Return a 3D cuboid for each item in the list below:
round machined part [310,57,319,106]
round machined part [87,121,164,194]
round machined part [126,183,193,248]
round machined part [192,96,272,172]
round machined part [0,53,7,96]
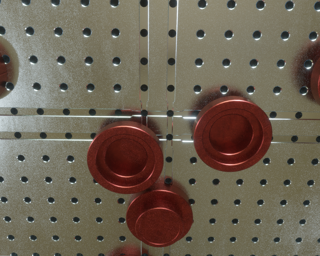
[{"bbox_3d":[0.235,-0.064,0.383,0.099,0.042,0.097,0,110,0],"label":"round machined part"},{"bbox_3d":[-0.045,0.036,0.417,0.099,0.042,0.097,0,110,0],"label":"round machined part"},{"bbox_3d":[0.000,0.134,0.453,0.099,0.042,0.097,0,110,0],"label":"round machined part"},{"bbox_3d":[0.091,0.005,0.407,0.099,0.042,0.097,0,110,0],"label":"round machined part"},{"bbox_3d":[-0.246,-0.068,0.378,0.099,0.042,0.097,0,110,0],"label":"round machined part"}]
